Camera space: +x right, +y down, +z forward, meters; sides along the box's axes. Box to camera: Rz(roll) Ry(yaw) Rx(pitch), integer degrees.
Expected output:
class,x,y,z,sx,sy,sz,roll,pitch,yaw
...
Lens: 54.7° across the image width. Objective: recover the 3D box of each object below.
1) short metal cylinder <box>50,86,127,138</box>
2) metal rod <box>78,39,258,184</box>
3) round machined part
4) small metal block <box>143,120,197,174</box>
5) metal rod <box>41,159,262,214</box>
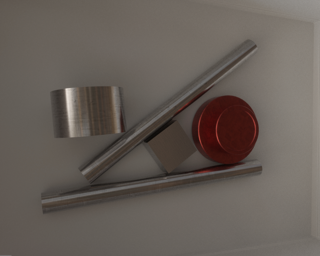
class,x,y,z,sx,sy,sz,roll,pitch,yaw
short metal cylinder,-0.080,-0.018,0.351,0.081,0.080,0.050,-5,92,-20
metal rod,0.022,-0.031,0.418,0.301,0.025,0.025,-38,103,-16
round machined part,0.099,0.002,0.436,0.099,0.042,0.097,0,90,-21
small metal block,0.013,0.024,0.414,0.050,0.025,0.050,-37,102,-16
metal rod,0.004,0.073,0.412,0.303,0.025,0.025,-6,92,-20
